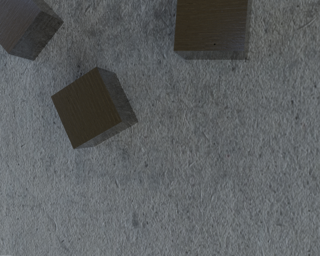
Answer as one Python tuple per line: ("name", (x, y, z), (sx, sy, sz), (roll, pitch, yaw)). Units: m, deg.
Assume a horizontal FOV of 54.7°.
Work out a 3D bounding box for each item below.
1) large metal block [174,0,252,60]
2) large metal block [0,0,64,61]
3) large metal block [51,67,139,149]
("large metal block", (0.065, -0.127, 0.373), (0.080, 0.050, 0.079), (5, 92, 20))
("large metal block", (-0.209, -0.163, 0.470), (0.080, 0.050, 0.080), (-46, 76, 14))
("large metal block", (-0.089, -0.026, 0.427), (0.080, 0.050, 0.080), (-29, 81, 17))
